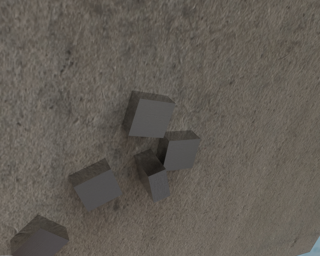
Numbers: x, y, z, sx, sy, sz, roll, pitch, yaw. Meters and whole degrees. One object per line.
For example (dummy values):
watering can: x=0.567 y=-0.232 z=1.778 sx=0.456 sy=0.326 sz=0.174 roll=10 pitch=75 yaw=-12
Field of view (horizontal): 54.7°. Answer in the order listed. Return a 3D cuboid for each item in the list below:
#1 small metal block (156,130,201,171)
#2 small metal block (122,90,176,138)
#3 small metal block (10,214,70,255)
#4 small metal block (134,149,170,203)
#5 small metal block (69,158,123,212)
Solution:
small metal block: x=0.025 y=0.032 z=0.442 sx=0.050 sy=0.025 sz=0.050 roll=-3 pitch=120 yaw=-28
small metal block: x=-0.015 y=-0.016 z=0.390 sx=0.050 sy=0.025 sz=0.050 roll=5 pitch=116 yaw=-31
small metal block: x=-0.160 y=0.150 z=0.413 sx=0.050 sy=0.025 sz=0.050 roll=-43 pitch=130 yaw=1
small metal block: x=-0.011 y=0.065 z=0.427 sx=0.025 sy=0.050 sz=0.050 roll=-21 pitch=127 yaw=-16
small metal block: x=-0.084 y=0.075 z=0.409 sx=0.050 sy=0.025 sz=0.050 roll=-26 pitch=128 yaw=-13
